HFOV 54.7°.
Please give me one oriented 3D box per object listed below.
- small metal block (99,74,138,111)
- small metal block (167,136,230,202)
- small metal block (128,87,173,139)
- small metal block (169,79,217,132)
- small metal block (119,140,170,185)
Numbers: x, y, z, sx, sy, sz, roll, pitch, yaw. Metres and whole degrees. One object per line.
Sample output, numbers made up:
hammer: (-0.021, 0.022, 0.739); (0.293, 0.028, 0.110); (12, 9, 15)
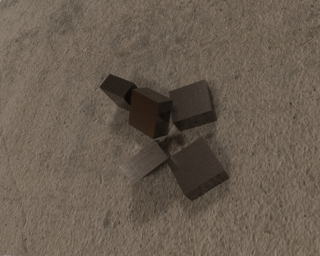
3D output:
small metal block: (-0.049, -0.046, 0.441); (0.050, 0.050, 0.025); (25, 76, 36)
small metal block: (0.042, 0.046, 0.352); (0.050, 0.025, 0.050); (-34, 52, 6)
small metal block: (-0.013, -0.020, 0.404); (0.050, 0.025, 0.050); (30, 123, 37)
small metal block: (0.042, -0.029, 0.399); (0.050, 0.025, 0.050); (-17, 55, 17)
small metal block: (-0.016, 0.039, 0.367); (0.050, 0.050, 0.025); (-37, 85, 3)
